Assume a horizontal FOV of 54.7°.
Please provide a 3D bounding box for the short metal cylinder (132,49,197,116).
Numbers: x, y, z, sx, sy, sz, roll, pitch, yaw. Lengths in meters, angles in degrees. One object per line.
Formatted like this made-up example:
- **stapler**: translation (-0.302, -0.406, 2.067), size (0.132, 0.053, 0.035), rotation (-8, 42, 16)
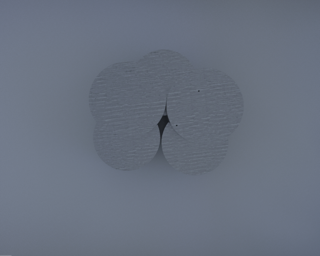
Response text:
- **short metal cylinder**: translation (0.005, -0.055, 0.397), size (0.081, 0.050, 0.080), rotation (0, 90, 0)

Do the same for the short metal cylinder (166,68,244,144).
- **short metal cylinder**: translation (0.047, -0.023, 0.347), size (0.081, 0.050, 0.080), rotation (0, 90, 0)

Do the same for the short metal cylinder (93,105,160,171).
- **short metal cylinder**: translation (-0.040, 0.011, 0.397), size (0.081, 0.050, 0.080), rotation (0, 90, 0)

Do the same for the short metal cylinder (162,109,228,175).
- **short metal cylinder**: translation (0.042, 0.017, 0.397), size (0.081, 0.050, 0.080), rotation (0, 90, 0)

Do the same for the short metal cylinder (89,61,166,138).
- **short metal cylinder**: translation (-0.034, -0.030, 0.347), size (0.081, 0.050, 0.080), rotation (0, 90, 0)
